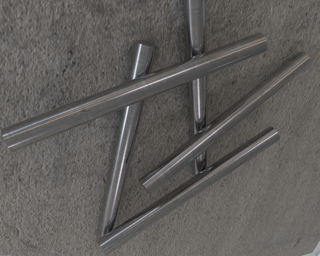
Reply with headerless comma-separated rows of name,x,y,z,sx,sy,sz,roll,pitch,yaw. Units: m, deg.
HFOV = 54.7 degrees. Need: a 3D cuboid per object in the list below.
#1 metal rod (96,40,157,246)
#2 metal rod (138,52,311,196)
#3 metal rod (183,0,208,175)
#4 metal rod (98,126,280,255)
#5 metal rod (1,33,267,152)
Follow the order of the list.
metal rod,-0.049,0.038,0.402,0.025,0.025,0.298,0,118,-29
metal rod,0.097,-0.014,0.424,0.301,0.025,0.025,-37,130,-14
metal rod,0.048,-0.054,0.399,0.025,0.025,0.298,-19,126,-17
metal rod,0.047,0.087,0.452,0.301,0.025,0.025,-32,129,-8
metal rod,-0.013,-0.046,0.337,0.302,0.025,0.025,-23,127,-14
